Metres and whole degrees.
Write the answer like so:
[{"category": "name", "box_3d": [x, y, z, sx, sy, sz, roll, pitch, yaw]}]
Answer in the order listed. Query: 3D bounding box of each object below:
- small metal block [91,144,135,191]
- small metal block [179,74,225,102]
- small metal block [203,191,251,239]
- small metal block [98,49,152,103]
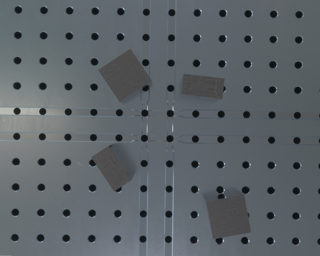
[{"category": "small metal block", "box_3d": [-0.059, 0.049, 0.401, 0.025, 0.050, 0.050, -33, 90, 0]}, {"category": "small metal block", "box_3d": [0.052, -0.051, 0.401, 0.050, 0.050, 0.025, 6, 90, 0]}, {"category": "small metal block", "box_3d": [0.089, 0.115, 0.414, 0.050, 0.025, 0.050, -10, 90, 0]}, {"category": "small metal block", "box_3d": [-0.045, -0.068, 0.413, 0.050, 0.025, 0.050, -34, 90, 0]}]
